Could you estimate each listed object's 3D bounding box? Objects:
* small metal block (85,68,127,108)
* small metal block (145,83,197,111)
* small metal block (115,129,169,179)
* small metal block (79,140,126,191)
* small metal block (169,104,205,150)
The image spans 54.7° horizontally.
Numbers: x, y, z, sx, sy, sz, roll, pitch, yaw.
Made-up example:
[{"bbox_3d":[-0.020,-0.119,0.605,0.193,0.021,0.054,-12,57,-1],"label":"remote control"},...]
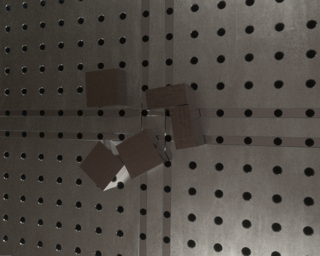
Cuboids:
[{"bbox_3d":[-0.076,-0.055,0.438,0.050,0.025,0.050,-3,89,19],"label":"small metal block"},{"bbox_3d":[0.015,-0.037,0.393,0.050,0.050,0.025,-8,88,19],"label":"small metal block"},{"bbox_3d":[-0.024,0.035,0.420,0.050,0.025,0.050,-30,80,17],"label":"small metal block"},{"bbox_3d":[-0.077,0.052,0.438,0.050,0.025,0.050,43,103,14],"label":"small metal block"},{"bbox_3d":[0.035,-0.001,0.386,0.025,0.050,0.050,-11,87,19],"label":"small metal block"}]
